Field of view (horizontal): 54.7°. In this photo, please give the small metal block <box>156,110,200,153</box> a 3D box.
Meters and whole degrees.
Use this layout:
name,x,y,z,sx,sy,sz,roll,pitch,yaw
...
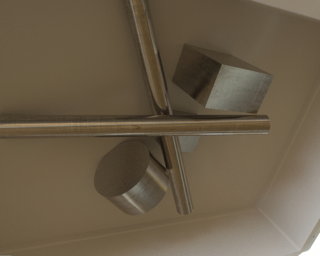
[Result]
name,x,y,z,sx,sy,sz,roll,pitch,yaw
small metal block,0.029,0.005,0.429,0.050,0.025,0.050,9,114,-33

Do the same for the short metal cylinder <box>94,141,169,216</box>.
name,x,y,z,sx,sy,sz,roll,pitch,yaw
short metal cylinder,-0.036,0.063,0.394,0.080,0.080,0.050,-39,130,-2

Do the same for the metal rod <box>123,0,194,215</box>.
name,x,y,z,sx,sy,sz,roll,pitch,yaw
metal rod,0.005,-0.010,0.381,0.025,0.025,0.298,-22,119,-15

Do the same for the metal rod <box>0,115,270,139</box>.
name,x,y,z,sx,sy,sz,roll,pitch,yaw
metal rod,-0.019,-0.003,0.350,0.302,0.025,0.025,-1,120,-12

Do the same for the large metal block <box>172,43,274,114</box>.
name,x,y,z,sx,sy,sz,roll,pitch,yaw
large metal block,0.074,-0.060,0.378,0.081,0.080,0.050,4,116,-31
